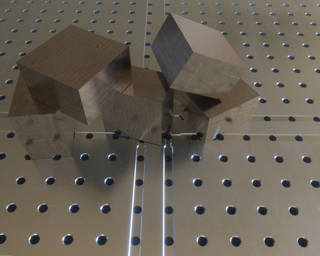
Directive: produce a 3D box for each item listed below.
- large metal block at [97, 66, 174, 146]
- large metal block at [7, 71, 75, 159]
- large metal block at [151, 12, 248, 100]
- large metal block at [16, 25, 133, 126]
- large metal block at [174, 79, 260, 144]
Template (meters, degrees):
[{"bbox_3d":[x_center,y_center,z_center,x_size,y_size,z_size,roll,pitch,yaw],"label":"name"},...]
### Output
[{"bbox_3d":[-0.028,-0.030,0.396,0.080,0.080,0.050,15,52,11],"label":"large metal block"},{"bbox_3d":[-0.141,-0.019,0.385,0.050,0.080,0.080,-5,50,-4],"label":"large metal block"},{"bbox_3d":[0.045,-0.086,0.375,0.081,0.050,0.080,8,44,-32],"label":"large metal block"},{"bbox_3d":[-0.088,-0.060,0.335,0.080,0.050,0.080,25,54,19],"label":"large metal block"},{"bbox_3d":[0.073,-0.037,0.423,0.081,0.050,0.080,-24,54,-19],"label":"large metal block"}]
